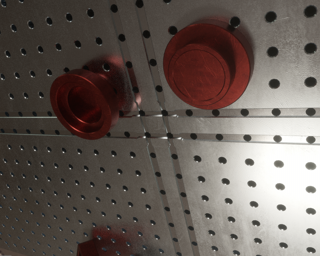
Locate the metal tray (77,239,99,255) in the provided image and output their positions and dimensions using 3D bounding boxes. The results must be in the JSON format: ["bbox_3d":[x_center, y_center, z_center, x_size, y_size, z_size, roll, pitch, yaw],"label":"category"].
[{"bbox_3d":[-0.132,0.303,0.616,0.130,0.030,0.089,53,140,39],"label":"metal tray"}]

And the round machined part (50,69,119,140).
[{"bbox_3d":[-0.099,-0.036,0.428,0.098,0.042,0.097,13,124,20],"label":"round machined part"}]

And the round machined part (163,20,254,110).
[{"bbox_3d":[0.048,-0.063,0.335,0.098,0.042,0.097,13,124,20],"label":"round machined part"}]
